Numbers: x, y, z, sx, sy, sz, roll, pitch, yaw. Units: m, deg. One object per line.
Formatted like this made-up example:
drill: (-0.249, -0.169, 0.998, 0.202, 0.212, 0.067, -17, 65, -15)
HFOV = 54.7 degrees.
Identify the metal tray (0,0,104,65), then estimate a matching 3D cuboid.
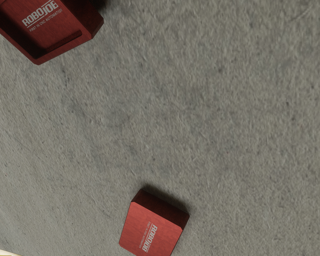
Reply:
metal tray: (-0.140, -0.129, 0.362, 0.130, 0.030, 0.090, -9, 137, 41)

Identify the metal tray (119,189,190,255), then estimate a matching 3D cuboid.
metal tray: (-0.014, 0.171, 0.515, 0.090, 0.030, 0.129, 26, 128, 11)
